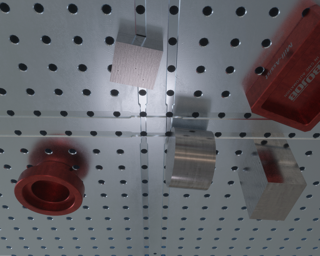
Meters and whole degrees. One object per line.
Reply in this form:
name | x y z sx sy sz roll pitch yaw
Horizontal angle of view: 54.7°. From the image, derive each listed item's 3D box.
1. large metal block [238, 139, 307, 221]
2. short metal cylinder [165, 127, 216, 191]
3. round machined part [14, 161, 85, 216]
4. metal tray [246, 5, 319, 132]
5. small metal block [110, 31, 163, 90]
large metal block | 0.154 0.073 0.440 0.050 0.080 0.079 4 130 -4
short metal cylinder | 0.038 0.041 0.411 0.050 0.080 0.079 6 130 -6
round machined part | -0.165 0.089 0.475 0.099 0.042 0.097 0 130 0
metal tray | 0.174 -0.061 0.358 0.091 0.030 0.129 18 128 -15
small metal block | -0.027 -0.075 0.348 0.050 0.025 0.050 10 130 -9
